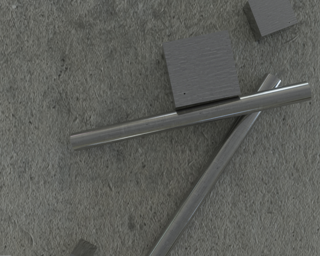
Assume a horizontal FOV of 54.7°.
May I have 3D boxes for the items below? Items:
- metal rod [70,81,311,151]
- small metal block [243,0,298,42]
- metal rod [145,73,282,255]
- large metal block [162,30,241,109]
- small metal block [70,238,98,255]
[{"bbox_3d":[0.034,-0.013,0.394,0.301,0.025,0.025,-12,90,5],"label":"metal rod"},{"bbox_3d":[0.146,-0.150,0.412,0.050,0.025,0.050,-21,90,-1],"label":"small metal block"},{"bbox_3d":[0.068,0.059,0.410,0.025,0.025,0.299,33,90,-1],"label":"metal rod"},{"bbox_3d":[0.050,-0.072,0.398,0.080,0.050,0.080,-12,90,-1],"label":"large metal block"},{"bbox_3d":[-0.108,0.178,0.396,0.025,0.050,0.050,29,90,0],"label":"small metal block"}]
